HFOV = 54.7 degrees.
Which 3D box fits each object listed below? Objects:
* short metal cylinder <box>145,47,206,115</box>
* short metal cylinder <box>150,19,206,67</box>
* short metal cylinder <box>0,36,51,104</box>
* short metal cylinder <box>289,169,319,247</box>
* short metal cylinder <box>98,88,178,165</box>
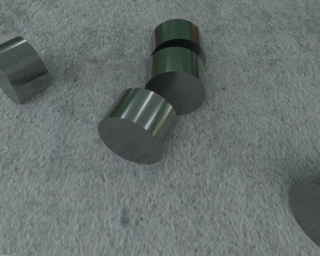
[{"bbox_3d":[0.020,-0.062,0.420,0.081,0.080,0.050,2,50,1],"label":"short metal cylinder"},{"bbox_3d":[0.026,-0.114,0.464,0.081,0.080,0.050,0,50,-1],"label":"short metal cylinder"},{"bbox_3d":[-0.199,-0.080,0.432,0.080,0.080,0.050,36,59,26],"label":"short metal cylinder"},{"bbox_3d":[0.177,0.078,0.304,0.050,0.080,0.080,-23,54,-19],"label":"short metal cylinder"},{"bbox_3d":[-0.025,-0.001,0.368,0.080,0.080,0.050,17,52,13],"label":"short metal cylinder"}]
